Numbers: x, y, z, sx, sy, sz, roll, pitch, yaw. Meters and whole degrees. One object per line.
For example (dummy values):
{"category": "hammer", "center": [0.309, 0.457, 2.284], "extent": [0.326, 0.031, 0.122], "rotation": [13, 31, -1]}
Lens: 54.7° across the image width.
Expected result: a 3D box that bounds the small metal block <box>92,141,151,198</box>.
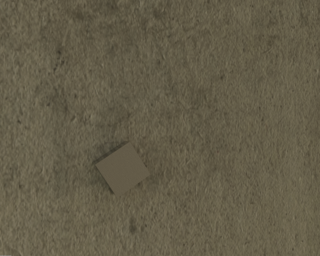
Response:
{"category": "small metal block", "center": [-0.049, 0.051, 0.392], "extent": [0.050, 0.025, 0.050], "rotation": [-34, 102, -17]}
